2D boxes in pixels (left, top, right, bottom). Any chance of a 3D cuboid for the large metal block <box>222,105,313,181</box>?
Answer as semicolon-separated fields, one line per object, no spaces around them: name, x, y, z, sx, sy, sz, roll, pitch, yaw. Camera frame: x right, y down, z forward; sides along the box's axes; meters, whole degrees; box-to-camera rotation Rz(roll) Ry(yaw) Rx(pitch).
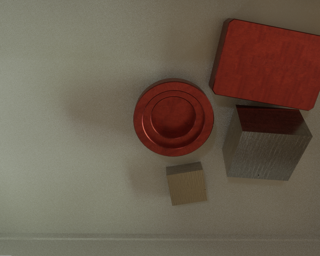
large metal block;0.130;0.020;0.394;0.081;0.050;0.079;4;131;-2

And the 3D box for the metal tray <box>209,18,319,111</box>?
metal tray;0.135;-0.077;0.382;0.131;0.030;0.089;9;110;-4

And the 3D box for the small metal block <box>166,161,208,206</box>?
small metal block;0.038;0.079;0.441;0.050;0.025;0.050;-10;110;3

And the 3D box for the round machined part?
round machined part;0.017;-0.016;0.397;0.099;0.042;0.097;0;110;-1
